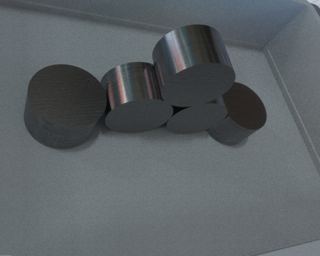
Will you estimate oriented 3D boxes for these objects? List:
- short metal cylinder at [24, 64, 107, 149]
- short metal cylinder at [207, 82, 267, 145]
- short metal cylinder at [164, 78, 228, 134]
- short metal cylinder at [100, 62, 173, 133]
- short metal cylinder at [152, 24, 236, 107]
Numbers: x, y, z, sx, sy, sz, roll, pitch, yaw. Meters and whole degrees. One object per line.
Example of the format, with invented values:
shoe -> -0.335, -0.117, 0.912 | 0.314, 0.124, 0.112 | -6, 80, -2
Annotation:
short metal cylinder -> -0.106, -0.023, 0.345 | 0.081, 0.050, 0.080 | 14, 56, -21
short metal cylinder -> 0.109, -0.021, 0.458 | 0.081, 0.050, 0.080 | 14, 56, -21
short metal cylinder -> 0.043, -0.032, 0.411 | 0.081, 0.080, 0.050 | 2, 61, -28
short metal cylinder -> -0.029, -0.034, 0.373 | 0.081, 0.080, 0.050 | 2, 61, -28
short metal cylinder -> 0.036, -0.065, 0.339 | 0.081, 0.080, 0.050 | 2, 61, -28
